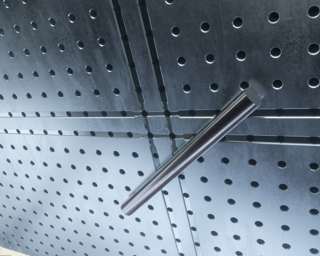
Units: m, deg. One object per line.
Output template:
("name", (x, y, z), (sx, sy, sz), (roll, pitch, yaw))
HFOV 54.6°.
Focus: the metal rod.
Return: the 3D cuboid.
("metal rod", (0.023, 0.051, 0.430), (0.025, 0.025, 0.298), (42, 129, -1))
